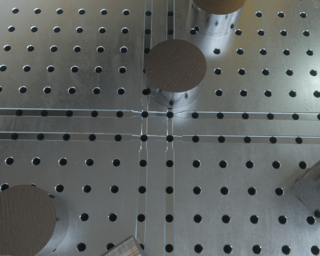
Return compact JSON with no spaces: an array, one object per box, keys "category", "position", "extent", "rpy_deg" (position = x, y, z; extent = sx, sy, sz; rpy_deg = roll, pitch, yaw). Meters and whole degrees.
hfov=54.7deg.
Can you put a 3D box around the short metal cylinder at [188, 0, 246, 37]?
[{"category":"short metal cylinder","position":[0.084,-0.186,0.467],"extent":[0.081,0.050,0.080],"rpy_deg":[0,70,0]}]

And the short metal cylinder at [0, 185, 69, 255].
[{"category":"short metal cylinder","position":[-0.152,0.109,0.357],"extent":[0.081,0.050,0.080],"rpy_deg":[0,70,0]}]

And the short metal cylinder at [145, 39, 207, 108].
[{"category":"short metal cylinder","position":[0.020,-0.073,0.425],"extent":[0.081,0.050,0.080],"rpy_deg":[0,70,0]}]

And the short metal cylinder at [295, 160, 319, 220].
[{"category":"short metal cylinder","position":[0.206,0.074,0.357],"extent":[0.050,0.080,0.080],"rpy_deg":[-35,74,-12]}]

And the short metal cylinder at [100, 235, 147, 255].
[{"category":"short metal cylinder","position":[-0.030,0.161,0.323],"extent":[0.050,0.080,0.080],"rpy_deg":[-31,73,-10]}]
